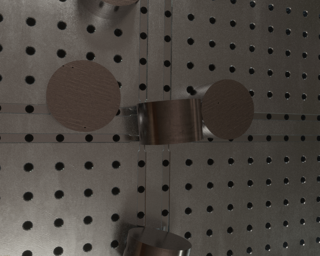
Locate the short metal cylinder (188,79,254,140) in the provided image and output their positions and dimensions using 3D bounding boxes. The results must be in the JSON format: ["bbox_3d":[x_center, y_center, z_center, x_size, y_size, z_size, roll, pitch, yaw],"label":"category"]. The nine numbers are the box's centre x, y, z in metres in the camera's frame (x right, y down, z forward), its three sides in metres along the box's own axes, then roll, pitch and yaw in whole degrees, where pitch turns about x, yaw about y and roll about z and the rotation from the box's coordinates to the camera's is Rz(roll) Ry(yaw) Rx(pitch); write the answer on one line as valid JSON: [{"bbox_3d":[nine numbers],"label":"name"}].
[{"bbox_3d":[0.082,-0.025,0.431,0.081,0.050,0.079,0,90,-21],"label":"short metal cylinder"}]

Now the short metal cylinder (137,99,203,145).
[{"bbox_3d":[0.013,-0.008,0.389,0.081,0.080,0.050,-5,92,-20],"label":"short metal cylinder"}]

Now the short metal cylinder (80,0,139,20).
[{"bbox_3d":[-0.059,-0.180,0.378,0.081,0.050,0.079,0,90,-21],"label":"short metal cylinder"}]

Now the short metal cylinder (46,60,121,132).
[{"bbox_3d":[-0.092,-0.035,0.366,0.081,0.050,0.079,0,90,-20],"label":"short metal cylinder"}]

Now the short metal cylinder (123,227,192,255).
[{"bbox_3d":[-0.005,0.161,0.383,0.081,0.080,0.050,14,86,-20],"label":"short metal cylinder"}]
